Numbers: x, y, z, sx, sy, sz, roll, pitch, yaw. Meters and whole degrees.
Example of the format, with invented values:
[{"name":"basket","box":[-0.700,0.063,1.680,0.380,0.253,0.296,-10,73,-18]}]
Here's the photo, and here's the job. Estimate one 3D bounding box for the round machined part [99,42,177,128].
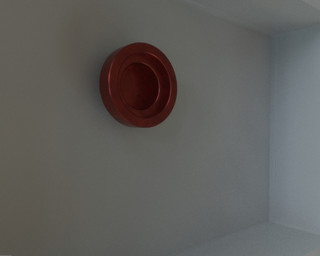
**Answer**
[{"name":"round machined part","box":[-0.029,-0.049,0.371,0.099,0.042,0.097,0,90,-40]}]
